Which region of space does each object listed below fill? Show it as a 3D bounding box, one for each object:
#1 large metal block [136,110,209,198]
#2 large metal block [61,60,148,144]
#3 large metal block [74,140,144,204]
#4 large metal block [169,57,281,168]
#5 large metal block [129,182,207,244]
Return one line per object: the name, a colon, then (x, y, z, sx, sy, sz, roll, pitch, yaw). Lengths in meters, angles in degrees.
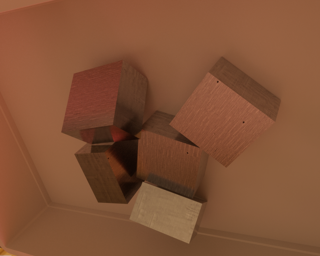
large metal block: (0.018, 0.033, 0.401, 0.080, 0.050, 0.079, 18, 125, 17)
large metal block: (-0.066, -0.028, 0.380, 0.080, 0.080, 0.050, -7, 157, 32)
large metal block: (-0.059, 0.047, 0.430, 0.050, 0.080, 0.080, -6, 116, 30)
large metal block: (0.071, -0.017, 0.342, 0.080, 0.050, 0.080, 37, 129, 2)
large metal block: (0.015, 0.112, 0.423, 0.080, 0.080, 0.050, 17, 83, 16)
